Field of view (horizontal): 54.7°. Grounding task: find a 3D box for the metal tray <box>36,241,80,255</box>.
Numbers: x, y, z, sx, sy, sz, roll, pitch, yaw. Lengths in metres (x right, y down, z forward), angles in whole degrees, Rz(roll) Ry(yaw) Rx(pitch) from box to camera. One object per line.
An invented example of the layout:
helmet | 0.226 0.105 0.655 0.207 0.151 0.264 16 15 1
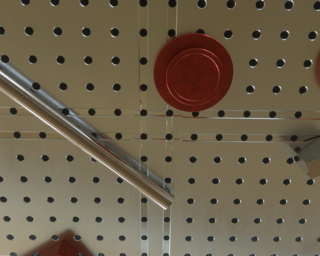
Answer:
metal tray | -0.181 0.250 0.500 0.130 0.030 0.090 -31 107 10

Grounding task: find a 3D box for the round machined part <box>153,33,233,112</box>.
round machined part | 0.041 -0.066 0.380 0.099 0.042 0.097 0 110 0

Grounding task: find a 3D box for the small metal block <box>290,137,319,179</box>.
small metal block | 0.212 0.037 0.416 0.050 0.050 0.025 -21 109 7

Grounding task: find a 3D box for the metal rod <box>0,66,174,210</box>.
metal rod | -0.101 0.017 0.418 0.301 0.025 0.025 39 106 -13
